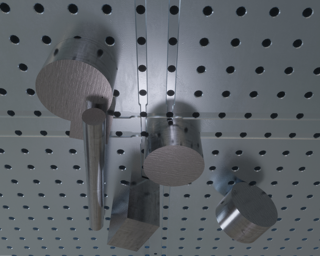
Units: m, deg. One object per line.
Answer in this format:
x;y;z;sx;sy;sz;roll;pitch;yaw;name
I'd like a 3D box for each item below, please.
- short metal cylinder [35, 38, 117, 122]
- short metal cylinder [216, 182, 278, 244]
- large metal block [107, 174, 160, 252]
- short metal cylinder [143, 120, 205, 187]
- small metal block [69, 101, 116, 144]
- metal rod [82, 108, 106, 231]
-0.091;-0.053;0.349;0.081;0.050;0.079;0;131;0;short metal cylinder
0.136;0.133;0.490;0.081;0.080;0.050;17;128;-14;short metal cylinder
-0.041;0.134;0.489;0.050;0.080;0.080;21;127;-17;large metal block
0.018;0.035;0.425;0.081;0.050;0.079;0;130;0;short metal cylinder
-0.088;-0.009;0.403;0.050;0.025;0.050;11;129;-10;small metal block
-0.092;0.081;0.444;0.025;0.025;0.298;6;141;-6;metal rod
